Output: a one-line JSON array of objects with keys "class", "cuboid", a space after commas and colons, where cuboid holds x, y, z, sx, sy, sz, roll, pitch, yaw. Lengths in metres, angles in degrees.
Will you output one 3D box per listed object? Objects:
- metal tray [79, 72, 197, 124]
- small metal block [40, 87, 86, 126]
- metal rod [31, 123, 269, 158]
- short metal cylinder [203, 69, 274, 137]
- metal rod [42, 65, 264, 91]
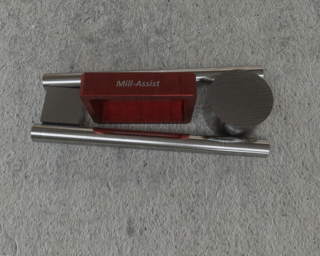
[{"class": "metal tray", "cuboid": [-0.024, -0.034, 0.386, 0.131, 0.090, 0.030, 0, 70, 0]}, {"class": "small metal block", "cuboid": [-0.128, -0.027, 0.419, 0.050, 0.025, 0.050, 4, 70, 1]}, {"class": "metal rod", "cuboid": [-0.013, 0.016, 0.403, 0.302, 0.025, 0.025, 4, 70, 1]}, {"class": "short metal cylinder", "cuboid": [0.100, -0.030, 0.407, 0.081, 0.050, 0.080, 0, 70, 0]}, {"class": "metal rod", "cuboid": [-0.008, -0.070, 0.435, 0.302, 0.025, 0.025, -2, 70, -1]}]
